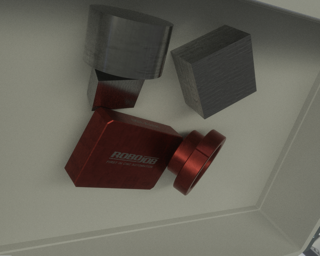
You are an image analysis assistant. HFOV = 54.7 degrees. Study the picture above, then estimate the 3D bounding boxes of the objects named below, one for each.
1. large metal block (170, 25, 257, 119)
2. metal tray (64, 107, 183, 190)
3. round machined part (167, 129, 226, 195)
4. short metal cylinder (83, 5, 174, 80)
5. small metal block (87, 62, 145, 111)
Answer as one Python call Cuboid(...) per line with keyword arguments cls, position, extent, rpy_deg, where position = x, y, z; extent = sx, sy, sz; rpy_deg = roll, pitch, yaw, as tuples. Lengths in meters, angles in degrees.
Cuboid(cls="large metal block", position=(0.069, -0.071, 0.388), extent=(0.080, 0.050, 0.080), rpy_deg=(-28, 128, -11))
Cuboid(cls="metal tray", position=(-0.040, 0.032, 0.388), extent=(0.131, 0.030, 0.090), rpy_deg=(15, 111, -47))
Cuboid(cls="round machined part", position=(0.047, 0.042, 0.431), extent=(0.098, 0.042, 0.098), rpy_deg=(-50, 164, -19))
Cuboid(cls="short metal cylinder", position=(-0.032, -0.085, 0.304), extent=(0.081, 0.080, 0.050), rpy_deg=(0, 118, -29))
Cuboid(cls="small metal block", position=(-0.050, -0.045, 0.342), extent=(0.050, 0.025, 0.050), rpy_deg=(-7, 149, -26))
